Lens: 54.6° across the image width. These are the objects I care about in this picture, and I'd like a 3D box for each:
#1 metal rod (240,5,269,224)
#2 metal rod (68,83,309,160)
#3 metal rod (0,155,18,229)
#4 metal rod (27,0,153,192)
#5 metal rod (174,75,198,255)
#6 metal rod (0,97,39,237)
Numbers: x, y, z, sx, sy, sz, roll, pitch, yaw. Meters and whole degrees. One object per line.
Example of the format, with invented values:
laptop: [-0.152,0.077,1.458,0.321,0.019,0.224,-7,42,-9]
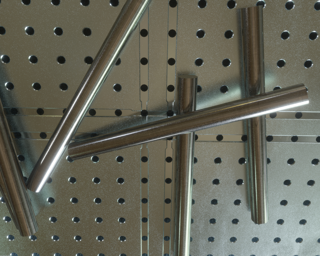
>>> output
metal rod: [0.128,-0.003,0.413,0.025,0.025,0.298,-8,110,3]
metal rod: [0.022,-0.003,0.386,0.301,0.025,0.025,-14,110,15]
metal rod: [-0.231,0.007,0.414,0.025,0.025,0.298,-10,110,4]
metal rod: [-0.099,-0.036,0.399,0.025,0.025,0.299,31,107,-11]
metal rod: [0.034,0.075,0.441,0.025,0.025,0.298,0,110,0]
metal rod: [-0.208,0.005,0.401,0.025,0.025,0.298,-8,105,3]
